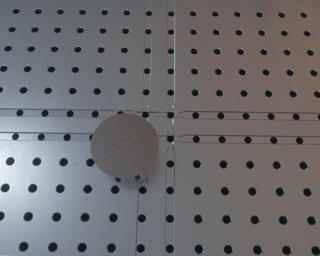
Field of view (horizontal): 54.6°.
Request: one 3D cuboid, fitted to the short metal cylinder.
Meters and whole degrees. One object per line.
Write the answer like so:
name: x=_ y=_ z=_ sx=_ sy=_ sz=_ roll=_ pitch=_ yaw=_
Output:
short metal cylinder: x=-0.041 y=0.028 z=0.388 sx=0.080 sy=0.050 sz=0.080 roll=0 pitch=70 yaw=0
